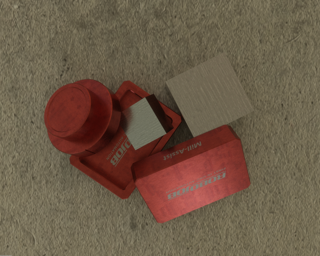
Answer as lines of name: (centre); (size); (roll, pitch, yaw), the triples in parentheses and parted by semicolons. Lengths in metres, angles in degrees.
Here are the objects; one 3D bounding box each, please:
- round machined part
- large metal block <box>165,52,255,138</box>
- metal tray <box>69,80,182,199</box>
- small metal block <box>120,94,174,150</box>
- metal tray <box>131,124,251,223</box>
round machined part: (-0.101, -0.016, 0.381); (0.098, 0.042, 0.098); (-8, 70, 22)
large metal block: (0.060, -0.039, 0.399); (0.080, 0.050, 0.080); (-27, 90, 0)
metal tray: (-0.043, 0.015, 0.407); (0.090, 0.030, 0.130); (35, 90, 0)
small metal block: (-0.019, -0.007, 0.388); (0.050, 0.025, 0.050); (-29, 93, 28)
metal tray: (0.041, 0.060, 0.386); (0.131, 0.030, 0.090); (-23, 126, 0)
